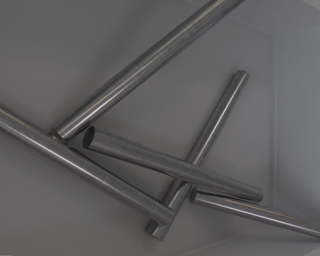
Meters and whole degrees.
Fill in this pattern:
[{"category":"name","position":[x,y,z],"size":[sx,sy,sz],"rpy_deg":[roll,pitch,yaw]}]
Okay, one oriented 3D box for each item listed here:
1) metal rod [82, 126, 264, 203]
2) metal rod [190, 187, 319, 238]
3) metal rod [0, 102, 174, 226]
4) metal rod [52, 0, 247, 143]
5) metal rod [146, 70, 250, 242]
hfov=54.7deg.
[{"category":"metal rod","position":[0.040,0.059,0.407],"size":[0.302,0.025,0.025],"rpy_deg":[23,75,-35]},{"category":"metal rod","position":[0.190,0.142,0.479],"size":[0.302,0.025,0.025],"rpy_deg":[17,78,-11]},{"category":"metal rod","position":[-0.094,0.031,0.316],"size":[0.301,0.025,0.025],"rpy_deg":[38,67,-30]},{"category":"metal rod","position":[0.012,-0.089,0.338],"size":[0.301,0.025,0.025],"rpy_deg":[-39,117,-6]},{"category":"metal rod","position":[0.067,0.026,0.462],"size":[0.025,0.025,0.300],"rpy_deg":[48,62,-30]}]
